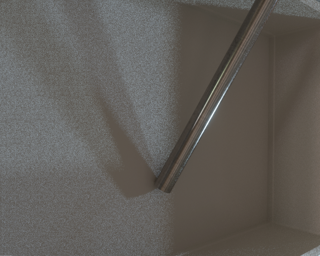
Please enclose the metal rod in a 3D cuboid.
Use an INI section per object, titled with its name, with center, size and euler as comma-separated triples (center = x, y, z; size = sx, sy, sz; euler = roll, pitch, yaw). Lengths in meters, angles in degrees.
[metal rod]
center = 0.074, -0.050, 0.394
size = 0.025, 0.025, 0.299
euler = 22, 100, -38
